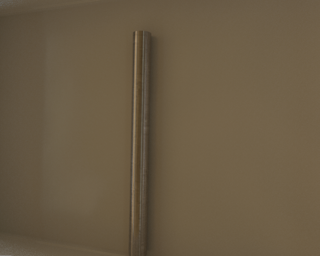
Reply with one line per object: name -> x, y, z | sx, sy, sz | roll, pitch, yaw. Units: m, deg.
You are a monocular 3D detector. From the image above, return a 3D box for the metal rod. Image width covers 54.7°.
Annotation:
metal rod -> -0.027, 0.021, 0.419 | 0.025, 0.025, 0.298 | 1, 90, 19
